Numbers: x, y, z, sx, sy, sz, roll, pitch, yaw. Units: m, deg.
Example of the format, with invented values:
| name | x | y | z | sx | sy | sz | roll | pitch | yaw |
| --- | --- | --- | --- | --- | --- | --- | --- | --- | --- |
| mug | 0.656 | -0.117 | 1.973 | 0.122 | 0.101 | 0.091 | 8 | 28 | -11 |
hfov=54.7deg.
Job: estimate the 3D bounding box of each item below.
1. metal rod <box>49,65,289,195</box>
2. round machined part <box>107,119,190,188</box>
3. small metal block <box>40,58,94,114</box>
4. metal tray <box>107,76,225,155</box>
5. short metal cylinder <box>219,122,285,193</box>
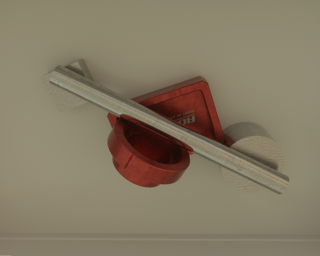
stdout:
| name | x | y | z | sx | sy | sz | roll | pitch | yaw |
| --- | --- | --- | --- | --- | --- | --- | --- | --- | --- |
| metal rod | 0.014 | 0.004 | 0.368 | 0.301 | 0.025 | 0.025 | 26 | 108 | -3 |
| round machined part | -0.017 | 0.032 | 0.369 | 0.098 | 0.098 | 0.042 | 26 | 116 | -10 |
| small metal block | -0.111 | -0.053 | 0.388 | 0.050 | 0.025 | 0.050 | -21 | 109 | 7 |
| metal tray | 0.009 | -0.004 | 0.405 | 0.131 | 0.030 | 0.090 | -18 | 109 | 6 |
| short metal cylinder | 0.117 | 0.038 | 0.412 | 0.081 | 0.050 | 0.079 | 0 | 110 | -1 |
